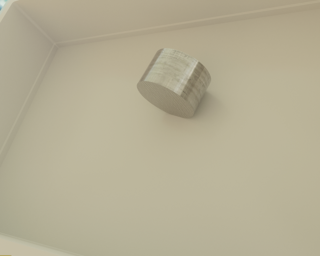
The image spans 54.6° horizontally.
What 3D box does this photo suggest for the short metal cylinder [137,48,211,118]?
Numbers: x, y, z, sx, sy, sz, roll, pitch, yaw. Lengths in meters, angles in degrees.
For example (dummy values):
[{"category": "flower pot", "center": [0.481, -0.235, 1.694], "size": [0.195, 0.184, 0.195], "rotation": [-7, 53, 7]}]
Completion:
[{"category": "short metal cylinder", "center": [0.018, -0.056, 0.396], "size": [0.080, 0.080, 0.050], "rotation": [18, 71, 35]}]
